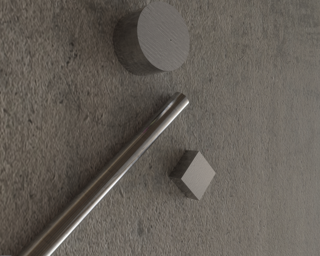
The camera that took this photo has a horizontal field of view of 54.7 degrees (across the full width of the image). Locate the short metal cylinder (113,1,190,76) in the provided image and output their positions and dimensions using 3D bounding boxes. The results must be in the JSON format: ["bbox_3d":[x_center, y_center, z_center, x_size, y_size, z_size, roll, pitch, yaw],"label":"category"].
[{"bbox_3d":[-0.010,-0.107,0.380,0.081,0.050,0.079,0,90,-40],"label":"short metal cylinder"}]

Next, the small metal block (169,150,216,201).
[{"bbox_3d":[0.047,0.067,0.445,0.050,0.025,0.050,52,60,-28],"label":"small metal block"}]

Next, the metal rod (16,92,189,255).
[{"bbox_3d":[-0.060,0.056,0.354,0.301,0.025,0.025,-47,118,-30],"label":"metal rod"}]
